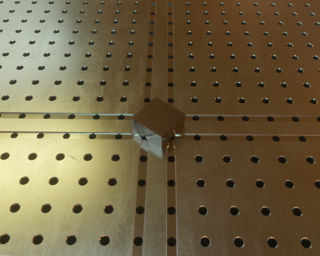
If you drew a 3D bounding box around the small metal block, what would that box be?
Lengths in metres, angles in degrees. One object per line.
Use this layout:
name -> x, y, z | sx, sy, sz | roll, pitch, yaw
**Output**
small metal block -> -0.002, -0.008, 0.415 | 0.050, 0.025, 0.050 | 32, 57, 23
